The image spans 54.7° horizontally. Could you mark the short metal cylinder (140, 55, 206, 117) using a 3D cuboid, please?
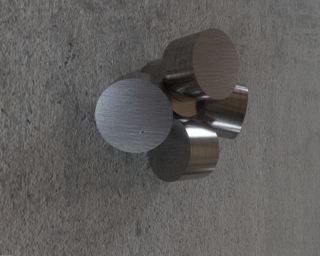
[{"bbox_3d":[0.018,-0.054,0.407,0.081,0.050,0.079,0,90,-40],"label":"short metal cylinder"}]

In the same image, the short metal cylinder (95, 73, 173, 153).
[{"bbox_3d":[-0.026,-0.019,0.343,0.081,0.050,0.079,0,107,1],"label":"short metal cylinder"}]

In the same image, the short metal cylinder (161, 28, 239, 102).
[{"bbox_3d":[0.049,-0.072,0.366,0.081,0.050,0.079,0,90,-40],"label":"short metal cylinder"}]

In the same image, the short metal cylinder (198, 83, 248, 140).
[{"bbox_3d":[0.086,-0.027,0.437,0.050,0.080,0.080,12,81,-1],"label":"short metal cylinder"}]

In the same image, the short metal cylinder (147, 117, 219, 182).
[{"bbox_3d":[0.028,0.027,0.395,0.050,0.080,0.079,2,89,-40],"label":"short metal cylinder"}]
